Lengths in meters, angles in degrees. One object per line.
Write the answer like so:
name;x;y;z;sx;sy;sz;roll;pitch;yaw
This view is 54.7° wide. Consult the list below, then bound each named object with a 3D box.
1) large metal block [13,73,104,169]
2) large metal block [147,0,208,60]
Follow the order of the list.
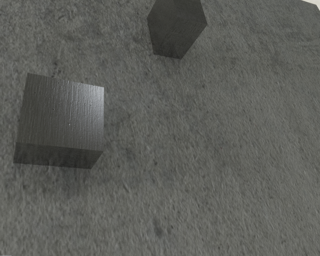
large metal block;-0.107;-0.005;0.334;0.081;0.050;0.080;9;58;-24
large metal block;0.023;-0.168;0.485;0.050;0.080;0.080;5;60;-26
